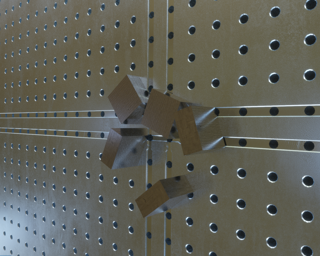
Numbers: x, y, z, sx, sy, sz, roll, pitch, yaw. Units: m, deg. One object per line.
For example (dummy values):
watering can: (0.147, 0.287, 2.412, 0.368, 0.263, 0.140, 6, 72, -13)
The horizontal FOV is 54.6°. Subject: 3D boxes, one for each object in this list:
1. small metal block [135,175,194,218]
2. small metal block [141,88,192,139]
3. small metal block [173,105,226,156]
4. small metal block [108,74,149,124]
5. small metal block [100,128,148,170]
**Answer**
small metal block: (0.006, 0.085, 0.389, 0.050, 0.050, 0.025, -44, 64, 31)
small metal block: (0.008, -0.019, 0.404, 0.050, 0.025, 0.050, 30, 108, 36)
small metal block: (0.046, 0.003, 0.356, 0.025, 0.050, 0.050, -22, 76, 38)
small metal block: (-0.043, -0.040, 0.446, 0.050, 0.025, 0.050, -43, 64, 31)
small metal block: (-0.050, 0.028, 0.435, 0.025, 0.050, 0.050, 32, 110, 36)
